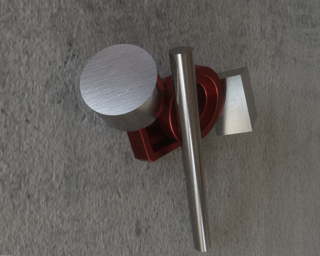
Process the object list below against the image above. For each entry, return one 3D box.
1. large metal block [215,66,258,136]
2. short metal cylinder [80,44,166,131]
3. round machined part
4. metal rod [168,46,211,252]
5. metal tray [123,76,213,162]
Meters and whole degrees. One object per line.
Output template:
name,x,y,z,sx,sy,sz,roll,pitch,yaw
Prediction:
large metal block,0.109,-0.042,0.462,0.080,0.050,0.080,-41,118,-61
short metal cylinder,-0.037,-0.042,0.332,0.050,0.080,0.080,60,46,-68
round machined part,0.033,-0.032,0.393,0.099,0.042,0.097,-19,118,-39
metal rod,0.042,0.048,0.387,0.025,0.025,0.298,-34,128,-35
metal tray,0.013,-0.021,0.416,0.131,0.030,0.089,-26,107,-37
